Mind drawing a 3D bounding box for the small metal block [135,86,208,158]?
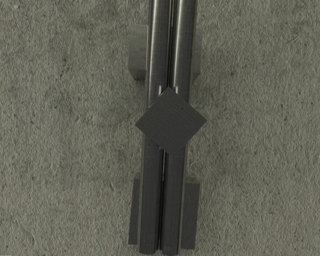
[{"bbox_3d":[0.011,-0.007,0.314,0.050,0.025,0.050,41,95,-6],"label":"small metal block"}]

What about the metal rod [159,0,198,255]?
[{"bbox_3d":[0.020,-0.007,0.338,0.025,0.025,0.298,3,97,0],"label":"metal rod"}]

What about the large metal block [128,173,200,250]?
[{"bbox_3d":[0.005,0.104,0.398,0.080,0.050,0.080,5,90,0],"label":"large metal block"}]

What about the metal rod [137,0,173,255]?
[{"bbox_3d":[-0.006,-0.008,0.338,0.025,0.025,0.298,3,97,0],"label":"metal rod"}]

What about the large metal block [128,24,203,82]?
[{"bbox_3d":[0.006,-0.089,0.384,0.080,0.080,0.050,3,90,0],"label":"large metal block"}]
